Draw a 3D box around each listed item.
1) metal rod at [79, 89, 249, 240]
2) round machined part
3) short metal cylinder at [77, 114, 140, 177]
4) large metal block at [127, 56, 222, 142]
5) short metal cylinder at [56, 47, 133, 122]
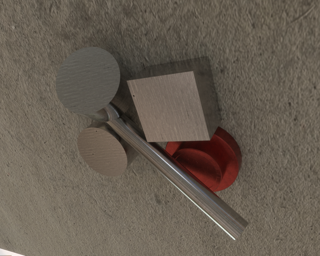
[{"bbox_3d":[-0.019,0.022,0.388,0.300,0.025,0.025,40,130,17],"label":"metal rod"},{"bbox_3d":[0.051,0.044,0.397,0.098,0.042,0.097,13,124,21],"label":"round machined part"},{"bbox_3d":[-0.069,0.022,0.444,0.080,0.050,0.079,13,124,21],"label":"short metal cylinder"},{"bbox_3d":[0.019,-0.031,0.360,0.080,0.050,0.080,-3,117,29],"label":"large metal block"},{"bbox_3d":[-0.077,-0.051,0.377,0.080,0.050,0.080,-2,80,14],"label":"short metal cylinder"}]
